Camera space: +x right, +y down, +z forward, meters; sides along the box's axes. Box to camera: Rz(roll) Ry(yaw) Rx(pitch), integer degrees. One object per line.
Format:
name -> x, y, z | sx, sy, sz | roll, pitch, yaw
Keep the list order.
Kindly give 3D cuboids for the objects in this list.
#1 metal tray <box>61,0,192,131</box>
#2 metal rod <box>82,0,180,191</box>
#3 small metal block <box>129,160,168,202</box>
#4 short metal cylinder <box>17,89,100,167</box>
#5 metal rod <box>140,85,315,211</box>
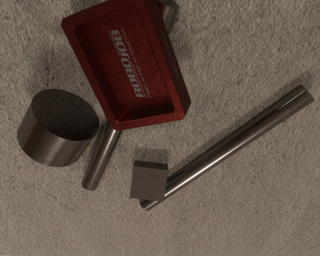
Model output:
metal tray -> -0.031, -0.064, 0.318 | 0.090, 0.030, 0.129 | -10, 118, 24
metal rod -> -0.050, -0.018, 0.390 | 0.025, 0.025, 0.298 | 18, 128, -15
small metal block -> -0.016, 0.079, 0.459 | 0.050, 0.025, 0.050 | 7, 102, -3
short metal cylinder -> -0.120, -0.001, 0.369 | 0.080, 0.080, 0.050 | 27, 125, -21
metal rod -> 0.077, 0.041, 0.443 | 0.025, 0.025, 0.299 | 35, 122, -26
